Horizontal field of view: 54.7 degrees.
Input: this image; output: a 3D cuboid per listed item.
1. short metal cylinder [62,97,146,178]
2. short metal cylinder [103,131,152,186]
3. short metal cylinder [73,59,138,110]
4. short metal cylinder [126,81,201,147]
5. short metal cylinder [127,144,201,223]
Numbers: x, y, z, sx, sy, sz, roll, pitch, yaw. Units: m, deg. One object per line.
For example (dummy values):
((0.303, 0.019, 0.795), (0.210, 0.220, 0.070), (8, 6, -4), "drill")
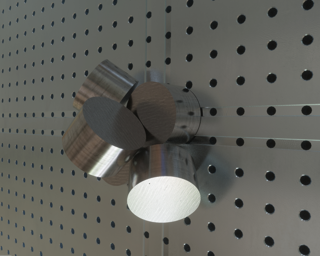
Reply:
((-0.064, 0.010, 0.357), (0.050, 0.081, 0.080), (-49, 62, 29), "short metal cylinder")
((-0.045, 0.036, 0.427), (0.080, 0.050, 0.079), (0, 90, 39), "short metal cylinder")
((-0.073, -0.046, 0.422), (0.050, 0.080, 0.080), (35, 116, -3), "short metal cylinder")
((0.003, -0.016, 0.388), (0.080, 0.050, 0.079), (0, 90, 39), "short metal cylinder")
((0.004, 0.065, 0.359), (0.080, 0.080, 0.050), (-48, 26, 29), "short metal cylinder")
